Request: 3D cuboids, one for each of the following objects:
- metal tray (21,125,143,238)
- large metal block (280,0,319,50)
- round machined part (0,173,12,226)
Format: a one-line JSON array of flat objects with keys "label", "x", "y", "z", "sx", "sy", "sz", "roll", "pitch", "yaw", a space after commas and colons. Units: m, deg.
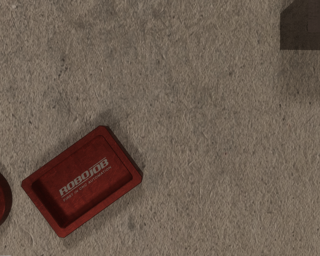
[{"label": "metal tray", "x": -0.099, "y": 0.068, "z": 0.406, "sx": 0.130, "sy": 0.030, "sz": 0.090, "roll": -36, "pitch": 90, "yaw": -1}, {"label": "large metal block", "x": 0.205, "y": -0.132, "z": 0.385, "sx": 0.081, "sy": 0.080, "sz": 0.050, "roll": 1, "pitch": 90, "yaw": -1}, {"label": "round machined part", "x": -0.249, "y": 0.097, "z": 0.398, "sx": 0.099, "sy": 0.042, "sz": 0.097, "roll": 0, "pitch": 90, "yaw": -1}]
